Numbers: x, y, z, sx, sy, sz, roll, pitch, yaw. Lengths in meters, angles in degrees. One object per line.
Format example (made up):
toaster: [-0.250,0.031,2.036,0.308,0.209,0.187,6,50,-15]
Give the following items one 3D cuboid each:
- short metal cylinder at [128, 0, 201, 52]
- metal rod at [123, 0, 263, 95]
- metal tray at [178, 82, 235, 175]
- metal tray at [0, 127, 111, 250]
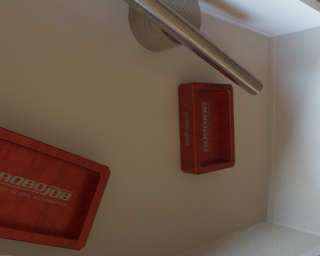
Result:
short metal cylinder: [0.007,-0.142,0.398,0.081,0.050,0.079,0,90,-40]
metal rod: [0.035,-0.111,0.372,0.302,0.025,0.025,25,74,-38]
metal tray: [0.072,-0.001,0.466,0.091,0.030,0.129,-4,93,-40]
metal tray: [-0.121,0.061,0.302,0.131,0.030,0.090,28,72,-37]
